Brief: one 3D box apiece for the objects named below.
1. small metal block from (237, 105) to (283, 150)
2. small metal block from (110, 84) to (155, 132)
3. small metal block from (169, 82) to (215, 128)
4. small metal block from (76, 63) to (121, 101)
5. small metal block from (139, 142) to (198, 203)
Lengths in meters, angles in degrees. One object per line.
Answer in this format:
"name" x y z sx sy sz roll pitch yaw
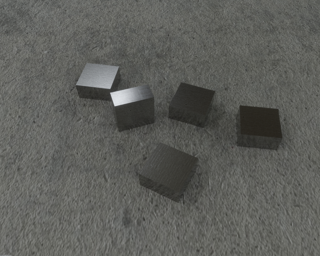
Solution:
"small metal block" 0.128 -0.001 0.405 0.050 0.025 0.050 6 50 5
"small metal block" -0.035 -0.026 0.408 0.050 0.050 0.025 -14 52 -12
"small metal block" 0.045 -0.033 0.431 0.050 0.025 0.050 17 52 13
"small metal block" -0.090 -0.068 0.460 0.050 0.025 0.050 7 50 6
"small metal block" 0.010 0.051 0.360 0.050 0.025 0.050 22 53 17
